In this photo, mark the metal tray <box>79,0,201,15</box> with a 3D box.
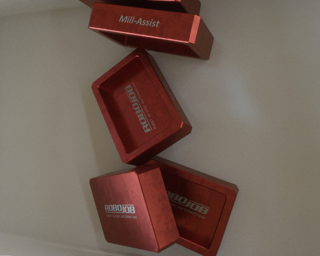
[{"bbox_3d":[-0.024,-0.158,0.383,0.130,0.090,0.030,10,94,19],"label":"metal tray"}]

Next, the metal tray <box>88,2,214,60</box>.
[{"bbox_3d":[-0.008,-0.116,0.377,0.130,0.090,0.030,14,95,19],"label":"metal tray"}]

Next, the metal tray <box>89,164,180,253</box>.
[{"bbox_3d":[-0.038,0.097,0.382,0.130,0.030,0.090,-20,86,52],"label":"metal tray"}]

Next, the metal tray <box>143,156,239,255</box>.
[{"bbox_3d":[0.024,0.096,0.398,0.130,0.030,0.089,19,96,18],"label":"metal tray"}]

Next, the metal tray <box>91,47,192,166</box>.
[{"bbox_3d":[-0.028,-0.028,0.398,0.090,0.030,0.130,-34,64,16],"label":"metal tray"}]
